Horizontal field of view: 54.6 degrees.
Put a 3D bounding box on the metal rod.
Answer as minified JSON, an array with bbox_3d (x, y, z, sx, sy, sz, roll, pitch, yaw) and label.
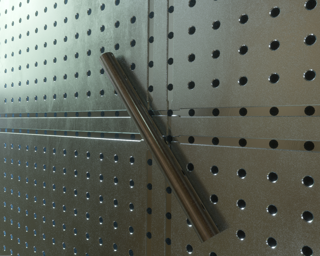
[{"bbox_3d":[-0.011,0.010,0.419,0.025,0.025,0.299,-46,63,30],"label":"metal rod"}]
